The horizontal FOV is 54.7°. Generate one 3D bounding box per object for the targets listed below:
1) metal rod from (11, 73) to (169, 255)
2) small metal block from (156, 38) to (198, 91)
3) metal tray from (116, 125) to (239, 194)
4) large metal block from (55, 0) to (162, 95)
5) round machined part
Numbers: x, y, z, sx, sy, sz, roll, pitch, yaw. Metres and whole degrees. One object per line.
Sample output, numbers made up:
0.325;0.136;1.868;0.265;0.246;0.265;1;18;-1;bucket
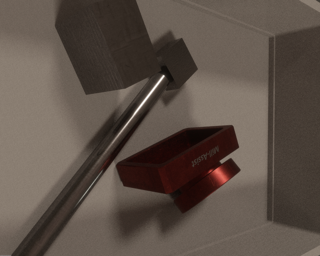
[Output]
-0.076;0.048;0.344;0.025;0.025;0.301;50;60;-29;metal rod
0.019;-0.087;0.423;0.050;0.025;0.050;-48;119;-32;small metal block
0.024;0.034;0.385;0.131;0.090;0.030;-25;103;-37;metal tray
-0.055;-0.084;0.326;0.050;0.080;0.080;-34;111;-35;large metal block
0.057;0.070;0.421;0.099;0.097;0.042;-27;73;-37;round machined part
